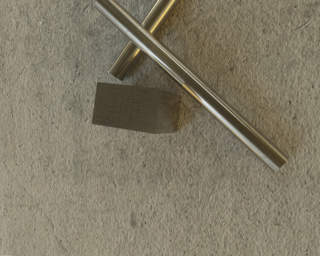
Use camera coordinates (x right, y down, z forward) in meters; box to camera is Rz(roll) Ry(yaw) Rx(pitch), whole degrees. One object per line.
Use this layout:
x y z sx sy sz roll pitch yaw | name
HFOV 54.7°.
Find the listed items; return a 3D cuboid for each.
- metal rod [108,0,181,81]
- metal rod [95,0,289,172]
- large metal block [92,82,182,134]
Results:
0.028 -0.188 0.398 0.025 0.025 0.299 41 102 15 | metal rod
0.033 -0.061 0.379 0.300 0.025 0.025 44 104 7 | metal rod
-0.026 -0.024 0.388 0.080 0.080 0.050 9 93 19 | large metal block
